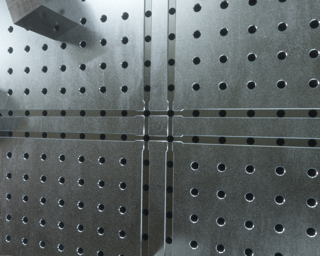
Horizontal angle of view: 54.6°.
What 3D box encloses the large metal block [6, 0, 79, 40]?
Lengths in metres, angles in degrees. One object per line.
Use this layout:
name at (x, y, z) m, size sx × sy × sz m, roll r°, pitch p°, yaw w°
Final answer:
large metal block at (-0.173, -0.184, 0.445) m, size 0.050 × 0.080 × 0.080 m, roll -24°, pitch 82°, yaw 18°
